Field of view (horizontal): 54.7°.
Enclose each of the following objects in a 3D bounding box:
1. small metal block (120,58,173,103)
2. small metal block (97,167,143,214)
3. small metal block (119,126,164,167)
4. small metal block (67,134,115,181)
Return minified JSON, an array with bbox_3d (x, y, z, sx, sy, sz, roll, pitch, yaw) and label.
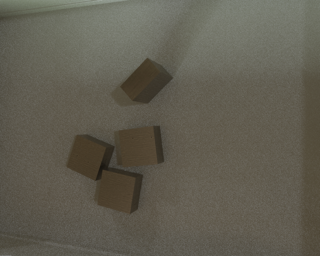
[{"bbox_3d":[-0.016,-0.060,0.403,0.050,0.050,0.025,-44,76,15],"label":"small metal block"},{"bbox_3d":[-0.055,0.086,0.430,0.050,0.025,0.050,10,93,19],"label":"small metal block"},{"bbox_3d":[-0.025,0.025,0.419,0.050,0.025,0.050,-7,88,19],"label":"small metal block"},{"bbox_3d":[-0.099,0.041,0.446,0.050,0.025,0.050,21,97,18],"label":"small metal block"}]
